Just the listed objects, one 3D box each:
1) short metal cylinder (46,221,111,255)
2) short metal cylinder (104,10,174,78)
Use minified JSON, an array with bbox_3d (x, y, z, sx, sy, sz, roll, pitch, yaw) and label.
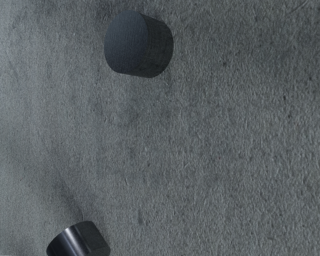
[{"bbox_3d":[-0.123,0.188,0.471,0.050,0.081,0.080,46,118,30],"label":"short metal cylinder"},{"bbox_3d":[-0.029,-0.109,0.413,0.080,0.050,0.080,0,90,40],"label":"short metal cylinder"}]
